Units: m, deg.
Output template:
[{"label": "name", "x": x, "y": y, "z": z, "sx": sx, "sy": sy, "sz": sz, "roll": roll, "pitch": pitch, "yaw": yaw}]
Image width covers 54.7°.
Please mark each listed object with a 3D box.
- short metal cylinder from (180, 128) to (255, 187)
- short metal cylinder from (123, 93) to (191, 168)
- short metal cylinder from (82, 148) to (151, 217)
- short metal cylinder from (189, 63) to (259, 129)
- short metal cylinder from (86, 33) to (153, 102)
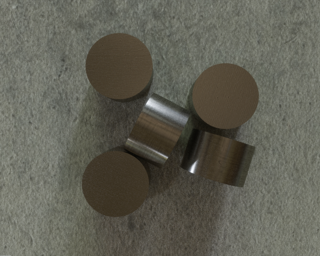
[{"label": "short metal cylinder", "x": 0.071, "y": 0.036, "z": 0.384, "sx": 0.080, "sy": 0.080, "sz": 0.050, "roll": 17, "pitch": 90, "yaw": -1}, {"label": "short metal cylinder", "x": -0.004, "y": 0.003, "z": 0.383, "sx": 0.050, "sy": 0.080, "sz": 0.080, "roll": 28, "pitch": 90, "yaw": -1}, {"label": "short metal cylinder", "x": -0.053, "y": 0.067, "z": 0.396, "sx": 0.081, "sy": 0.050, "sz": 0.079, "roll": 0, "pitch": 91, "yaw": 0}, {"label": "short metal cylinder", "x": 0.079, "y": -0.039, "z": 0.399, "sx": 0.081, "sy": 0.050, "sz": 0.079, "roll": 0, "pitch": 90, "yaw": -1}, {"label": "short metal cylinder", "x": -0.049, "y": -0.075, "z": 0.397, "sx": 0.081, "sy": 0.050, "sz": 0.079, "roll": 0, "pitch": 90, "yaw": -1}]
